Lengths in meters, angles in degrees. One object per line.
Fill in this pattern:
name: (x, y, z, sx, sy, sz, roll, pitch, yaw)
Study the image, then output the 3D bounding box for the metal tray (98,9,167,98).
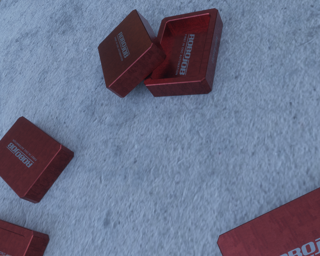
metal tray: (-0.047, -0.116, 0.469, 0.090, 0.030, 0.130, -40, 41, 17)

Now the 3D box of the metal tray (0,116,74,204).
metal tray: (-0.203, 0.044, 0.477, 0.130, 0.030, 0.090, 27, 76, 36)

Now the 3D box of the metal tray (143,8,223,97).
metal tray: (0.036, -0.109, 0.447, 0.090, 0.030, 0.130, 0, 61, 27)

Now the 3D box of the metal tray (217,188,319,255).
metal tray: (0.127, 0.112, 0.265, 0.130, 0.030, 0.090, -29, 52, 9)

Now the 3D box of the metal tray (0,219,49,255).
metal tray: (-0.218, 0.169, 0.408, 0.130, 0.030, 0.090, 4, 64, 29)
